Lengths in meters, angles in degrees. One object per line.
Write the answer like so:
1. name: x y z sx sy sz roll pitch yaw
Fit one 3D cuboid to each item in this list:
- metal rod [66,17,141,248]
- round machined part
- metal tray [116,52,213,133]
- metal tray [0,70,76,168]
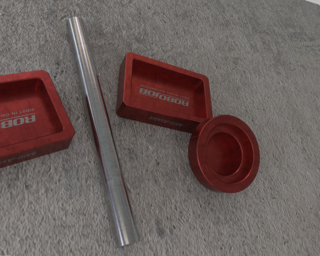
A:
1. metal rod: -0.074 -0.013 0.371 0.025 0.025 0.299 -4 64 -30
2. round machined part: 0.078 0.034 0.402 0.099 0.042 0.098 5 78 -26
3. metal tray: 0.008 -0.047 0.433 0.131 0.030 0.090 13 56 -21
4. metal tray: -0.166 -0.007 0.315 0.131 0.030 0.090 -17 71 -35
